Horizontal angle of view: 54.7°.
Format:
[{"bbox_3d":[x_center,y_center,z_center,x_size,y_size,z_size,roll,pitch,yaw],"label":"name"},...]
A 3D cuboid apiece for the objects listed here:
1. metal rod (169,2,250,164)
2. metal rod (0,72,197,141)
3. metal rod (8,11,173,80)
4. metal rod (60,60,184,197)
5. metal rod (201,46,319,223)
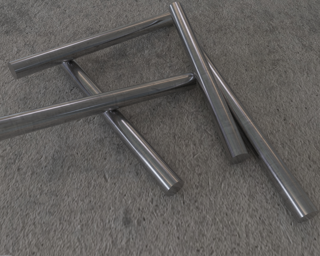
[{"bbox_3d":[0.061,-0.085,0.452,0.025,0.025,0.299,-10,57,-9],"label":"metal rod"},{"bbox_3d":[-0.077,-0.030,0.389,0.302,0.025,0.025,-18,52,-30],"label":"metal rod"},{"bbox_3d":[-0.088,-0.142,0.498,0.302,0.025,0.025,-30,56,-32],"label":"metal rod"},{"bbox_3d":[-0.071,-0.025,0.423,0.025,0.025,0.300,-29,56,-22],"label":"metal rod"},{"bbox_3d":[0.108,-0.015,0.416,0.025,0.025,0.300,-14,52,-12],"label":"metal rod"}]
